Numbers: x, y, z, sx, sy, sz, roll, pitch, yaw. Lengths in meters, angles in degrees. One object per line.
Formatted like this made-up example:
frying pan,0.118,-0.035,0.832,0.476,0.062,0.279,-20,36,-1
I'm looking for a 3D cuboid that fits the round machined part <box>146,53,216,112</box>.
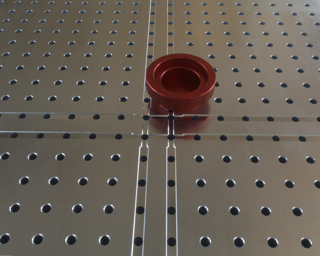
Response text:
round machined part,0.029,-0.061,0.449,0.099,0.042,0.098,0,50,0
